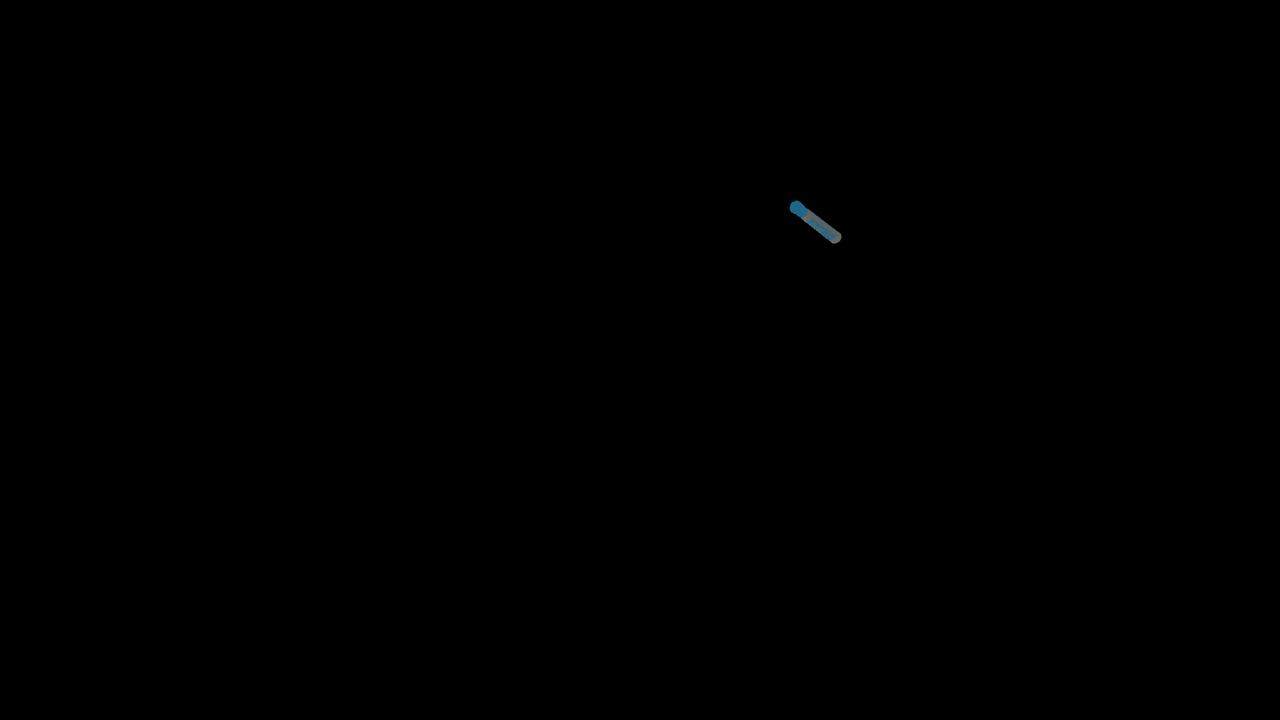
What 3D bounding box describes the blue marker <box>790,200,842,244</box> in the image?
[{"bbox_3d":[0.270,-0.212,0.946,0.121,0.020,0.020,22,-14,-38],"label":"blue marker"}]
